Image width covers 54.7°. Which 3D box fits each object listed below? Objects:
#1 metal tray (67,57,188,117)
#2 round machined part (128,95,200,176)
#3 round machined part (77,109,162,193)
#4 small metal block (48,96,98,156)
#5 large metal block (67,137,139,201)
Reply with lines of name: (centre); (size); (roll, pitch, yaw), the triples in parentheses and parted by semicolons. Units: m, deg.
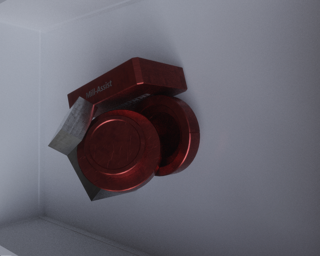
metal tray: (-0.043, -0.045, 0.395); (0.130, 0.091, 0.030); (-19, 79, 38)
round machined part: (0.009, 0.009, 0.386); (0.098, 0.042, 0.097); (0, 90, 39)
round machined part: (-0.048, 0.023, 0.356); (0.099, 0.042, 0.098); (-1, 72, 4)
small metal block: (-0.103, -0.002, 0.367); (0.050, 0.025, 0.050); (-37, 28, 47)
large metal block: (-0.067, 0.045, 0.423); (0.050, 0.081, 0.080); (-51, 60, 27)
